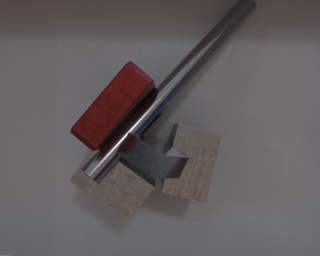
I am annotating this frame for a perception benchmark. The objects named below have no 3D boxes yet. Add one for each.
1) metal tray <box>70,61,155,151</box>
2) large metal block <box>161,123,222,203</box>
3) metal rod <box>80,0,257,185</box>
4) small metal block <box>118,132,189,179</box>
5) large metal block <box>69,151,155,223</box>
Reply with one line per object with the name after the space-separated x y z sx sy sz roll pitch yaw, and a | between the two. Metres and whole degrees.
-0.045 -0.022 0.357 0.030 0.130 0.090 40 91 0 | metal tray
0.035 0.039 0.384 0.050 0.080 0.080 14 90 0 | large metal block
0.022 -0.057 0.365 0.025 0.025 0.301 42 72 0 | metal rod
-0.006 0.029 0.323 0.050 0.050 0.025 30 99 31 | small metal block
-0.053 0.062 0.383 0.080 0.080 0.050 36 90 -1 | large metal block
